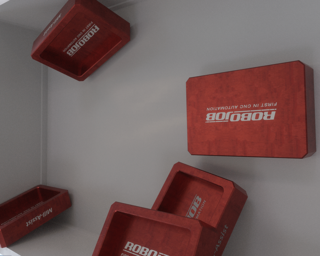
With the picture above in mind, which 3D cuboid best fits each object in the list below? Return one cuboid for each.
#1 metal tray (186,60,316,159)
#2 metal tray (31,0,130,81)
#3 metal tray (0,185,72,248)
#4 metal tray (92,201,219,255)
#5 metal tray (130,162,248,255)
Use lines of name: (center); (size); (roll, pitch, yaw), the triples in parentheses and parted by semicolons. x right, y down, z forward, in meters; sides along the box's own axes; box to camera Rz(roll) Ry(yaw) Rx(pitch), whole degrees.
metal tray: (0.090, -0.015, 0.329); (0.130, 0.030, 0.089); (-2, 89, 40)
metal tray: (-0.118, -0.128, 0.458); (0.130, 0.090, 0.030); (-30, 51, 36)
metal tray: (-0.229, 0.142, 0.522); (0.090, 0.131, 0.030); (1, 108, 36)
metal tray: (-0.013, 0.130, 0.310); (0.130, 0.030, 0.090); (-2, 60, 44)
metal tray: (0.026, 0.109, 0.335); (0.090, 0.030, 0.130); (15, 72, 49)
